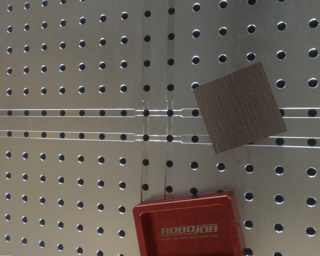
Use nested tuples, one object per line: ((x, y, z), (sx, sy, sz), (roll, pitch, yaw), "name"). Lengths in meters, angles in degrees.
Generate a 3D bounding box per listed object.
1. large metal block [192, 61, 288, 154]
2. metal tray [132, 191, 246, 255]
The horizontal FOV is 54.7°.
((0.095, -0.021, 0.366), (0.080, 0.050, 0.080), (-21, 83, 18), "large metal block")
((0.036, 0.135, 0.396), (0.130, 0.030, 0.090), (-12, 86, 19), "metal tray")
